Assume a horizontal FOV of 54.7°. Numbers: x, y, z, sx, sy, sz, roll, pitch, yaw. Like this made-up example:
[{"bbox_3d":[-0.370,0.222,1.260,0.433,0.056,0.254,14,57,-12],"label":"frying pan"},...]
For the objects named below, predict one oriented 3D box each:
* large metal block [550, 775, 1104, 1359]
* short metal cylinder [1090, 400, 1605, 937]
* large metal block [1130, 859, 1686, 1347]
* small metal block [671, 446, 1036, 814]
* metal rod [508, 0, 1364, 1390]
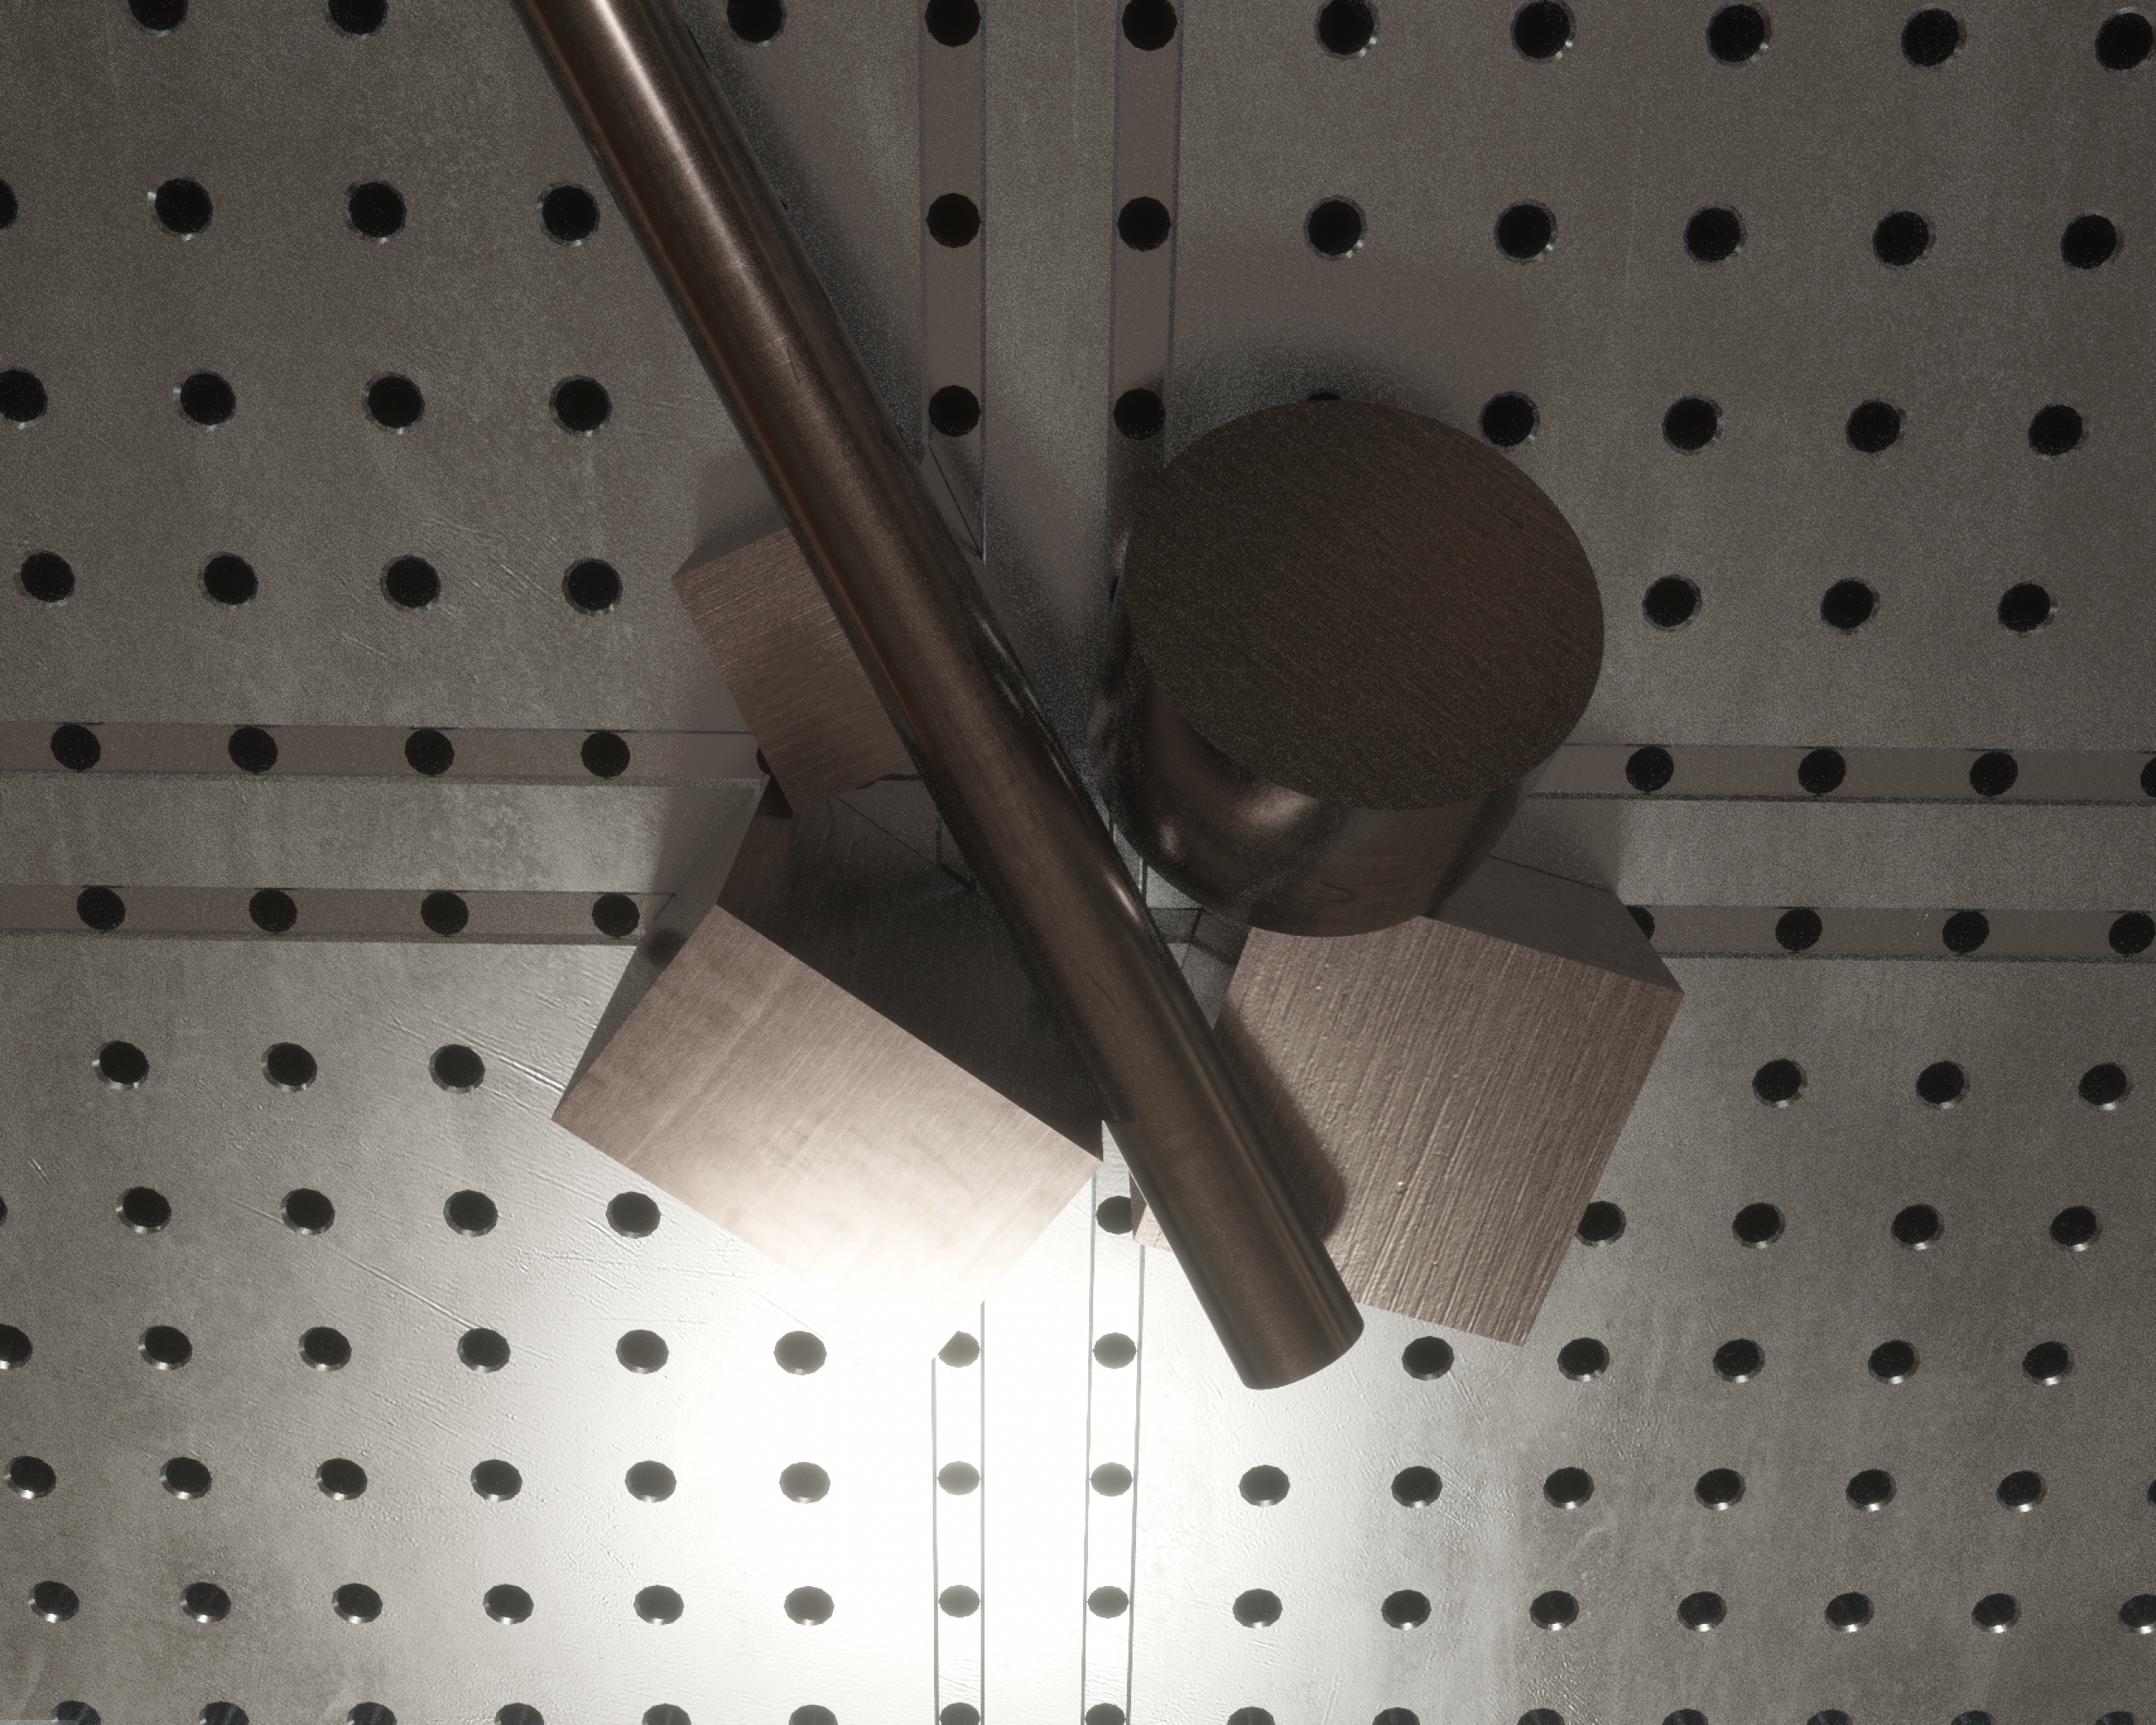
[{"bbox_3d":[-0.043,0.034,0.396,0.080,0.080,0.050,35,106,-13],"label":"large metal block"},{"bbox_3d":[0.045,-0.033,0.365,0.081,0.080,0.050,8,153,-4],"label":"short metal cylinder"},{"bbox_3d":[0.061,0.040,0.415,0.080,0.050,0.079,16,109,-7],"label":"large metal block"},{"bbox_3d":[-0.041,-0.044,0.397,0.050,0.025,0.050,-23,109,8],"label":"small metal block"},{"bbox_3d":[-0.028,-0.042,0.365,0.025,0.025,0.299,-27,97,9],"label":"metal rod"}]
